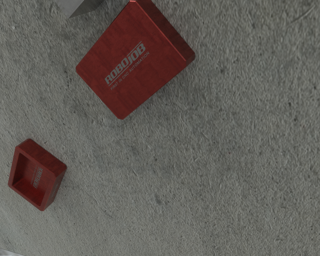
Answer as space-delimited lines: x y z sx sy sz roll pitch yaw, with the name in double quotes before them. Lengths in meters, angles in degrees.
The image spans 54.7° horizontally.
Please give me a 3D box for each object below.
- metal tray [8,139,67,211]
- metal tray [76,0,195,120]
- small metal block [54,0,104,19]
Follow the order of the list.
"metal tray" -0.233 0.091 0.582 0.090 0.030 0.129 36 129 4
"metal tray" -0.034 -0.078 0.373 0.090 0.030 0.129 49 129 -7
"small metal block" -0.080 -0.150 0.340 0.050 0.050 0.025 -29 102 37
